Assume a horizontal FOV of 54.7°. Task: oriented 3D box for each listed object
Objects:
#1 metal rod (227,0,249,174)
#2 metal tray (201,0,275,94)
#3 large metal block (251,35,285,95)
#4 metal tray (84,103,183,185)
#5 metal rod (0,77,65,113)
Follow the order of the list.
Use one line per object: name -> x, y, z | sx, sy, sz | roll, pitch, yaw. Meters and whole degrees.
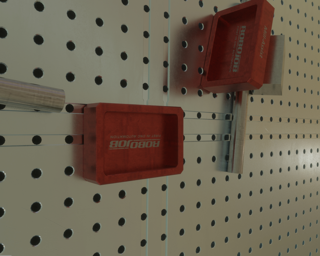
metal rod -> 0.140, -0.073, 0.529 | 0.025, 0.025, 0.298 | 10, 84, -40
metal tray -> 0.115, -0.120, 0.465 | 0.030, 0.090, 0.129 | 20, 77, -39
large metal block -> 0.185, -0.104, 0.530 | 0.080, 0.050, 0.080 | 19, 76, -66
metal tray -> -0.028, 0.017, 0.384 | 0.131, 0.030, 0.089 | 0, 90, -40
metal rod -> -0.219, -0.045, 0.225 | 0.302, 0.025, 0.025 | 8, 85, -40
